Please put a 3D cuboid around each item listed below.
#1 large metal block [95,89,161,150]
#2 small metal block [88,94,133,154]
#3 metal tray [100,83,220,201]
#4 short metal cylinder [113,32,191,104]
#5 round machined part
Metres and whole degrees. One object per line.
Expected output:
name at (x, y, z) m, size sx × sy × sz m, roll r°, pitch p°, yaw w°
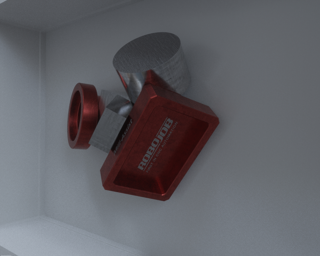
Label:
large metal block at (-0.041, -0.004, 0.420) m, size 0.080 × 0.050 × 0.079 m, roll 19°, pitch 102°, yaw 38°
small metal block at (-0.055, -0.006, 0.365) m, size 0.025 × 0.050 × 0.050 m, roll 28°, pitch 113°, yaw -4°
metal tray at (-0.003, 0.023, 0.361) m, size 0.129 × 0.091 × 0.030 m, roll -60°, pitch 29°, yaw 22°
short metal cylinder at (-0.008, -0.070, 0.366) m, size 0.080 × 0.080 × 0.050 m, roll 21°, pitch 147°, yaw 38°
round machined part at (-0.107, -0.016, 0.464) m, size 0.098 × 0.042 × 0.098 m, roll -19°, pitch 68°, yaw 60°
